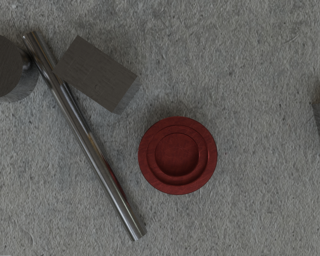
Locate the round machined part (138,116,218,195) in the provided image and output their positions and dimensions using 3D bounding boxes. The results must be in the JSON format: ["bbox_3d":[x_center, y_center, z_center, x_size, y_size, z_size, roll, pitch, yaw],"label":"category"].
[{"bbox_3d":[0.022,0.034,0.402,0.099,0.042,0.097,0,90,-1],"label":"round machined part"}]

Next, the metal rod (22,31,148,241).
[{"bbox_3d":[-0.098,0.011,0.408,0.025,0.025,0.299,-28,90,0],"label":"metal rod"}]

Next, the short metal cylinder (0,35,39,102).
[{"bbox_3d":[-0.205,-0.074,0.395,0.081,0.050,0.079,0,90,-1],"label":"short metal cylinder"}]

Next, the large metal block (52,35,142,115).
[{"bbox_3d":[-0.072,-0.060,0.382,0.080,0.080,0.050,35,90,-1],"label":"large metal block"}]

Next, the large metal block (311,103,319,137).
[{"bbox_3d":[0.257,-0.003,0.401,0.080,0.050,0.080,-14,90,-1],"label":"large metal block"}]
